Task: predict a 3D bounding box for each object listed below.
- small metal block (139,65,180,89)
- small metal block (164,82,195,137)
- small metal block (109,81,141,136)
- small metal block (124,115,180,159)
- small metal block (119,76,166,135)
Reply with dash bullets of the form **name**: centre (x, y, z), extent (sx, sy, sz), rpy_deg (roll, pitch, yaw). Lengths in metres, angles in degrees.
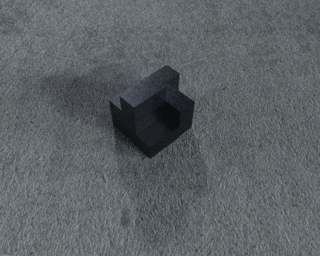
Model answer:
- **small metal block**: centre (0.000, -0.052, 0.432), extent (0.050, 0.050, 0.025), rpy_deg (-36, 59, -27)
- **small metal block**: centre (0.017, -0.024, 0.408), extent (0.025, 0.050, 0.050), rpy_deg (-36, 59, -26)
- **small metal block**: centre (-0.037, -0.025, 0.409), extent (0.050, 0.050, 0.025), rpy_deg (-36, 59, -27)
- **small metal block**: centre (-0.010, 0.004, 0.401), extent (0.050, 0.025, 0.050), rpy_deg (-35, 59, -26)
- **small metal block**: centre (-0.020, -0.027, 0.378), extent (0.050, 0.050, 0.025), rpy_deg (-36, 59, -27)
